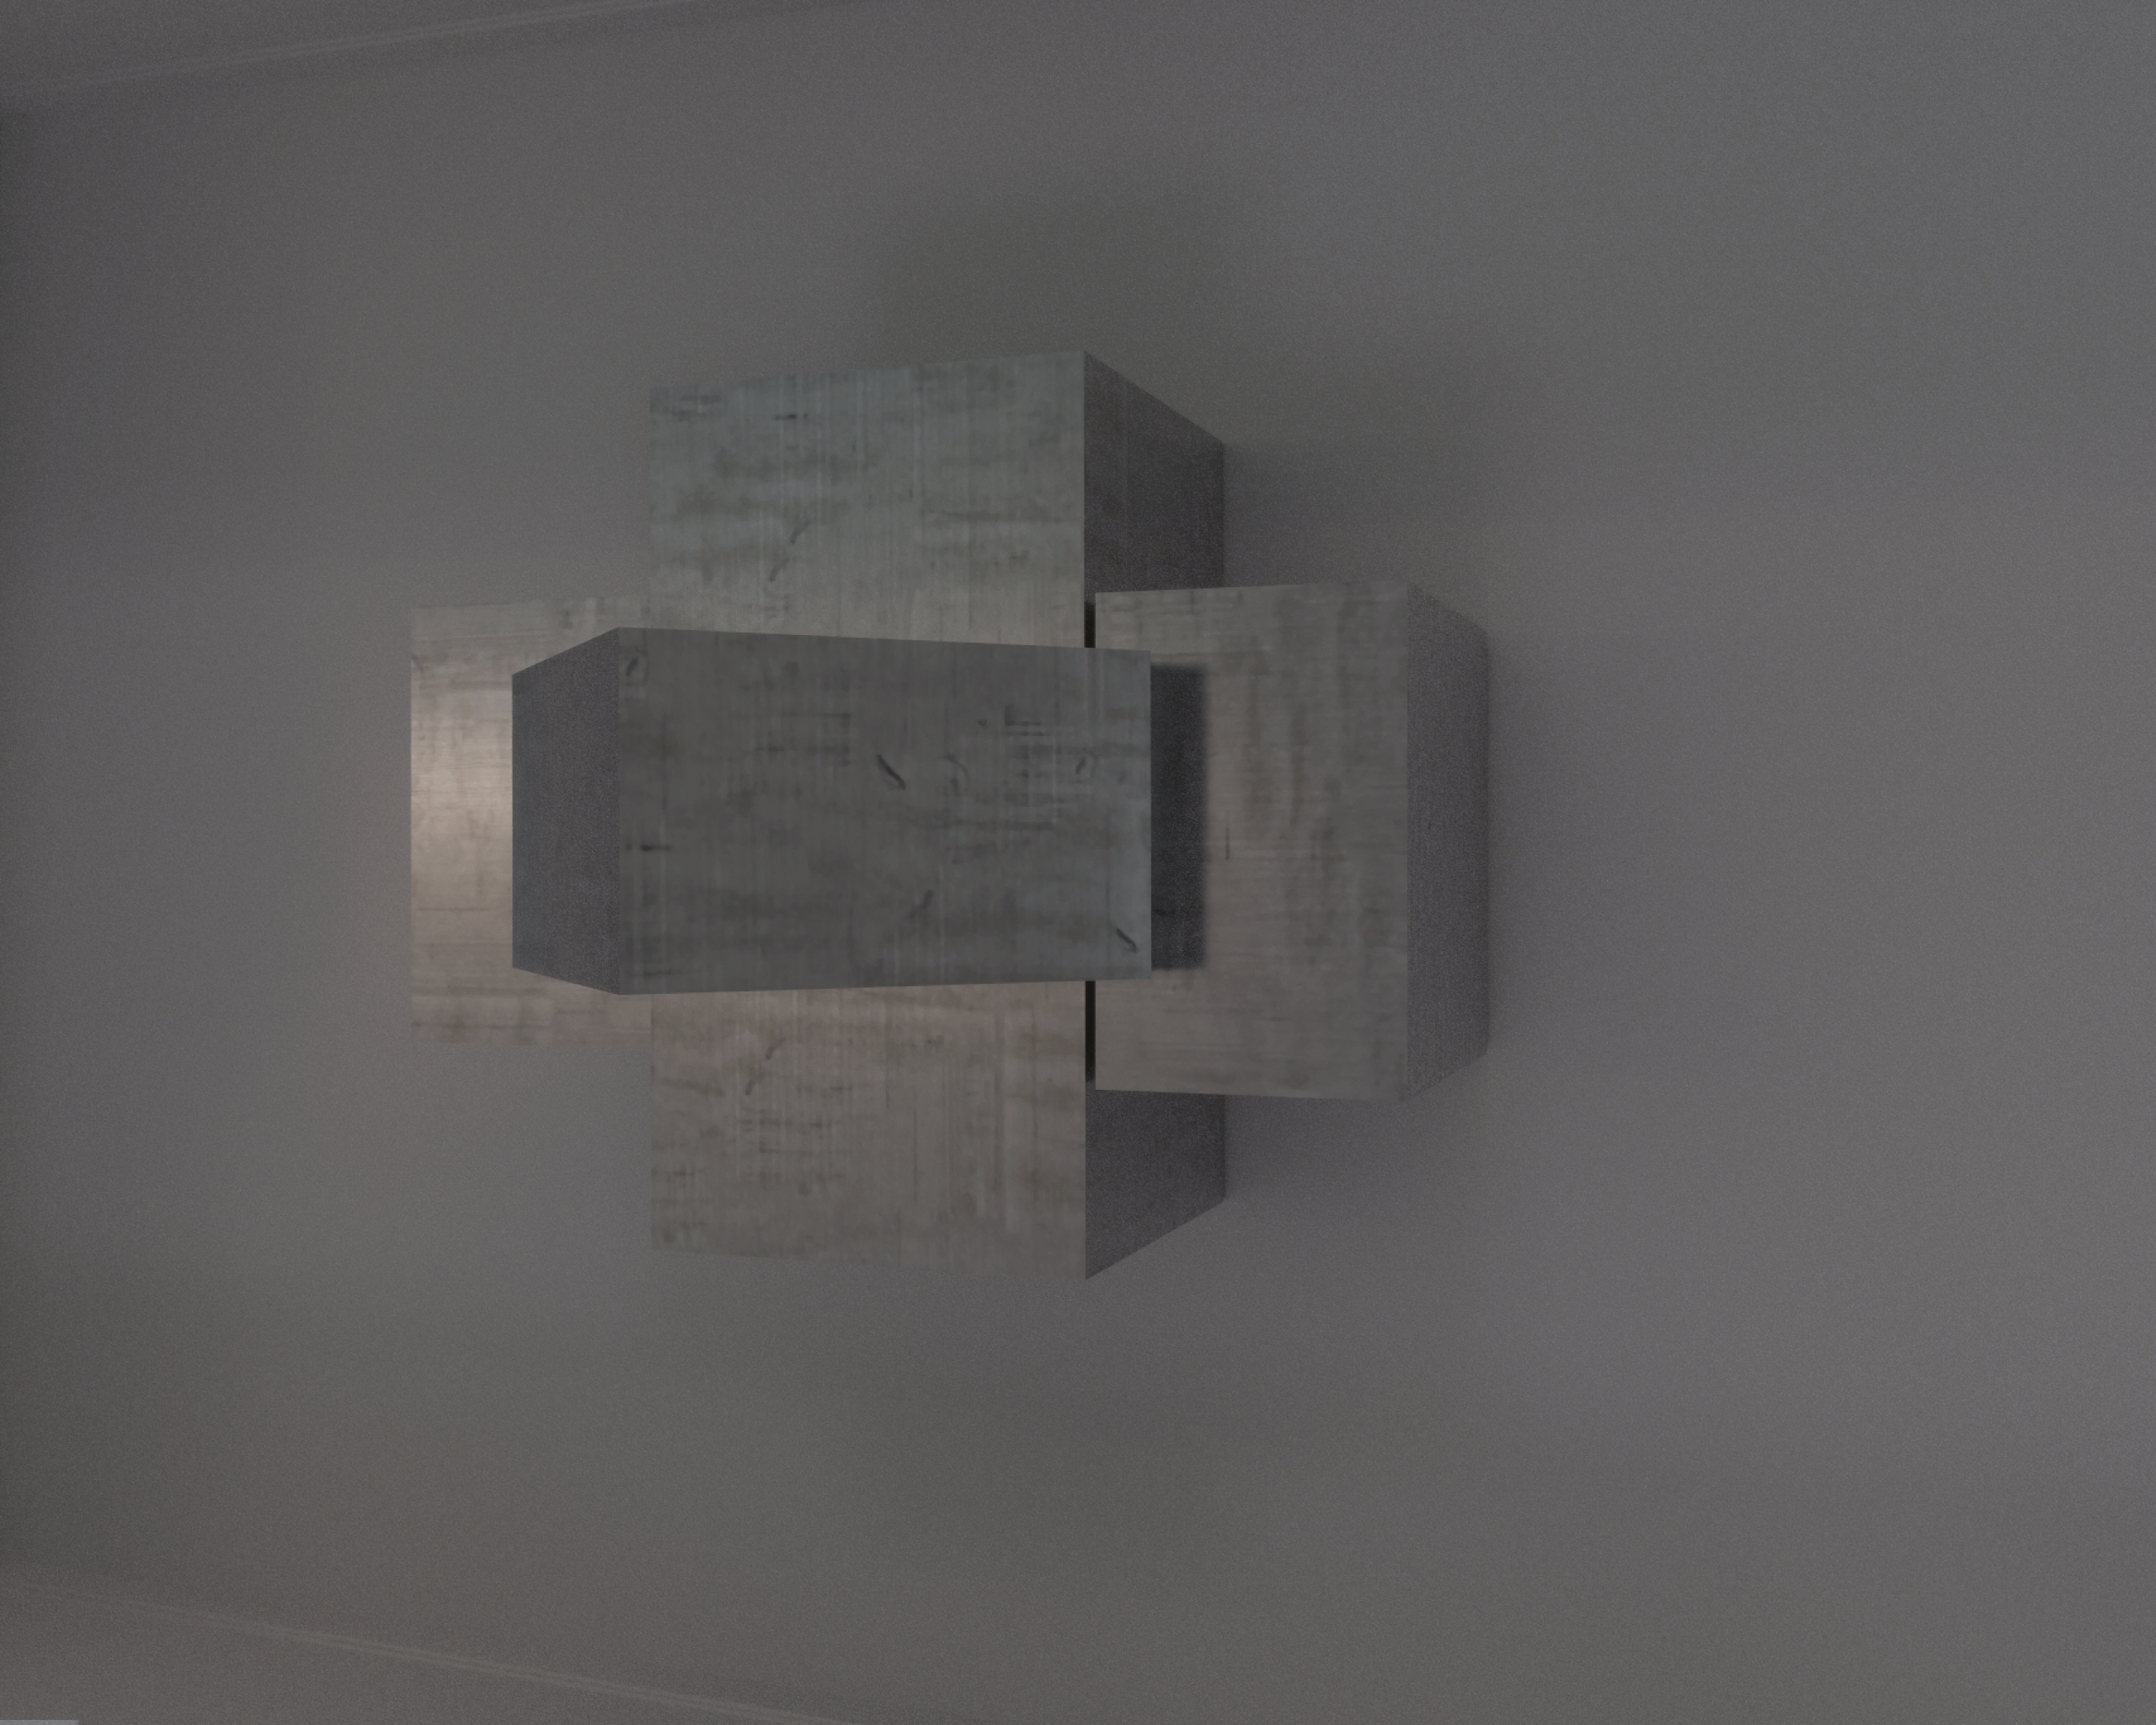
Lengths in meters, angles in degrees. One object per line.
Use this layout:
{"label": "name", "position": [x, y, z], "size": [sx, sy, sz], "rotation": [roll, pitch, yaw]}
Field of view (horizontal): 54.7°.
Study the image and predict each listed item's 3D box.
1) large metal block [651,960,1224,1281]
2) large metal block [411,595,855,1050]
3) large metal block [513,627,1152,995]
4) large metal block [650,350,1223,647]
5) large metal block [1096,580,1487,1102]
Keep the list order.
{"label": "large metal block", "position": [-0.023, 0.042, 0.388], "size": [0.080, 0.080, 0.050], "rotation": [0, 90, 20]}
{"label": "large metal block", "position": [-0.084, -0.007, 0.410], "size": [0.050, 0.080, 0.080], "rotation": [0, 90, 20]}
{"label": "large metal block", "position": [-0.042, -0.007, 0.335], "size": [0.081, 0.080, 0.050], "rotation": [0, 90, -25]}
{"label": "large metal block", "position": [-0.023, -0.058, 0.388], "size": [0.080, 0.080, 0.050], "rotation": [0, 90, 20]}
{"label": "large metal block", "position": [0.040, -0.004, 0.364], "size": [0.050, 0.080, 0.080], "rotation": [0, 90, 19]}
